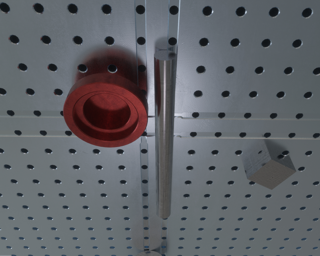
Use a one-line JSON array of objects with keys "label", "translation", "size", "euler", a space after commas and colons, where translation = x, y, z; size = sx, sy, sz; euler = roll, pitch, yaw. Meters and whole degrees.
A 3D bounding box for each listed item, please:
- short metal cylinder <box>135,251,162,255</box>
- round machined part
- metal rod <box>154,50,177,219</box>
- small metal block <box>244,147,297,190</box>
[{"label": "short metal cylinder", "translation": [-0.022, 0.300, 0.632], "size": [0.080, 0.080, 0.050], "euler": [-6, 130, 5]}, {"label": "round machined part", "translation": [-0.063, -0.025, 0.379], "size": [0.099, 0.042, 0.097], "euler": [0, 130, 0]}, {"label": "metal rod", "translation": [0.006, 0.033, 0.439], "size": [0.025, 0.025, 0.298], "euler": [0, 130, 0]}, {"label": "small metal block", "translation": [0.165, 0.062, 0.466], "size": [0.050, 0.025, 0.050], "euler": [25, 126, -20]}]
